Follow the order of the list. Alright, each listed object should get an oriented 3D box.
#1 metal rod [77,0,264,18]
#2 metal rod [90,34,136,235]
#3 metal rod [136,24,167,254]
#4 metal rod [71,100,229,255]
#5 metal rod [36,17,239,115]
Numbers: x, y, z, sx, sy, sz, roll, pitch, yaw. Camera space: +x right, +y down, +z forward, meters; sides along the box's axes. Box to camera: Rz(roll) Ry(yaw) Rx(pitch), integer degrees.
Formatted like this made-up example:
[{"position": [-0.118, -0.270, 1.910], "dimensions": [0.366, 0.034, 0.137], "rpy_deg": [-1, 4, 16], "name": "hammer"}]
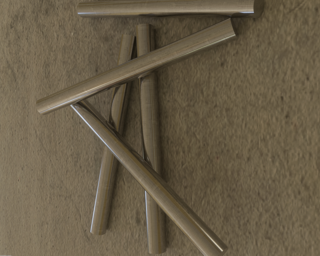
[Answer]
[{"position": [-0.011, -0.159, 0.412], "dimensions": [0.300, 0.025, 0.025], "rpy_deg": [16, 100, 38], "name": "metal rod"}, {"position": [-0.069, 0.015, 0.459], "dimensions": [0.025, 0.025, 0.298], "rpy_deg": [17, 101, 38], "name": "metal rod"}, {"position": [-0.012, 0.012, 0.412], "dimensions": [0.025, 0.025, 0.298], "rpy_deg": [-5, 87, 39], "name": "metal rod"}, {"position": [-0.033, 0.045, 0.395], "dimensions": [0.300, 0.025, 0.025], "rpy_deg": [42, 116, 31], "name": "metal rod"}, {"position": [-0.048, -0.070, 0.403], "dimensions": [0.300, 0.025, 0.025], "rpy_deg": [-17, 79, 26], "name": "metal rod"}]
